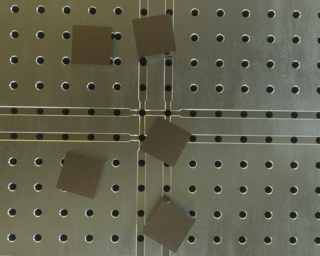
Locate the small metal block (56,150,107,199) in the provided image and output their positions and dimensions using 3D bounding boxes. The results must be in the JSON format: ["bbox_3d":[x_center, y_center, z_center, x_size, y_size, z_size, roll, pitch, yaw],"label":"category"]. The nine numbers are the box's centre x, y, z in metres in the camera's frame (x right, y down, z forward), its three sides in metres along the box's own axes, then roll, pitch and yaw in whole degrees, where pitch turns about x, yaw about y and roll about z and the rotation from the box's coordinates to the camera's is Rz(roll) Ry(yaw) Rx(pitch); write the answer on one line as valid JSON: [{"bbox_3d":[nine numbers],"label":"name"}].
[{"bbox_3d":[-0.103,0.061,0.412,0.050,0.025,0.050,17,90,-1],"label":"small metal block"}]

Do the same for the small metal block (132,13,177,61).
[{"bbox_3d":[-0.008,-0.120,0.413,0.050,0.025,0.050,-10,90,-1],"label":"small metal block"}]

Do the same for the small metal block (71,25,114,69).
[{"bbox_3d":[-0.088,-0.107,0.412,0.050,0.025,0.050,2,90,-1],"label":"small metal block"}]

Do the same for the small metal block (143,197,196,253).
[{"bbox_3d":[0.012,0.128,0.414,0.050,0.025,0.050,31,90,-1],"label":"small metal block"}]

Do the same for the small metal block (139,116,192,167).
[{"bbox_3d":[0.007,0.017,0.414,0.050,0.025,0.050,28,90,-1],"label":"small metal block"}]
